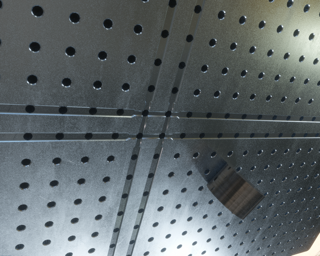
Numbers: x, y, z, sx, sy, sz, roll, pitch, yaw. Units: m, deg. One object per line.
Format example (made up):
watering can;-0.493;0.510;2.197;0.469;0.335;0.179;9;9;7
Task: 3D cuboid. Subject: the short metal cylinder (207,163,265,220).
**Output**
short metal cylinder;0.124;0.103;0.510;0.050;0.080;0.080;-49;129;6
